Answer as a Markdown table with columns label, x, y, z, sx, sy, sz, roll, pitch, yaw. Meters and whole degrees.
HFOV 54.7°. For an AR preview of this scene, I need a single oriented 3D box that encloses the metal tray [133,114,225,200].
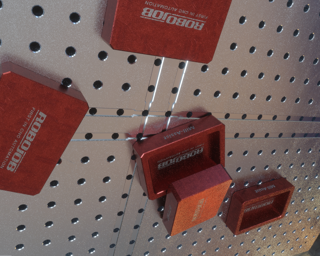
| label | x | y | z | sx | sy | sz | roll | pitch | yaw |
| --- | --- | --- | --- | --- | --- | --- | --- | --- | --- |
| metal tray | 0.032 | 0.043 | 0.453 | 0.131 | 0.030 | 0.089 | -20 | 126 | -17 |

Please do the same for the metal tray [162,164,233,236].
| label | x | y | z | sx | sy | sz | roll | pitch | yaw |
| --- | --- | --- | --- | --- | --- | --- | --- | --- | --- |
| metal tray | 0.054 | 0.116 | 0.486 | 0.091 | 0.030 | 0.129 | -18 | 144 | -19 |

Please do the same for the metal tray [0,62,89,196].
| label | x | y | z | sx | sy | sz | roll | pitch | yaw |
| --- | --- | --- | --- | --- | --- | --- | --- | --- | --- |
| metal tray | -0.148 | 0.007 | 0.332 | 0.090 | 0.030 | 0.129 | 24 | 106 | -37 |

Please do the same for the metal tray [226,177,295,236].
| label | x | y | z | sx | sy | sz | roll | pitch | yaw |
| --- | --- | --- | --- | --- | --- | --- | --- | --- | --- |
| metal tray | 0.199 | 0.155 | 0.615 | 0.131 | 0.030 | 0.089 | -10 | 123 | -24 |

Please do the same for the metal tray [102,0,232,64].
| label | x | y | z | sx | sy | sz | roll | pitch | yaw |
| --- | --- | --- | --- | --- | --- | --- | --- | --- | --- |
| metal tray | 0.010 | -0.125 | 0.338 | 0.131 | 0.030 | 0.089 | 1 | 118 | -30 |
